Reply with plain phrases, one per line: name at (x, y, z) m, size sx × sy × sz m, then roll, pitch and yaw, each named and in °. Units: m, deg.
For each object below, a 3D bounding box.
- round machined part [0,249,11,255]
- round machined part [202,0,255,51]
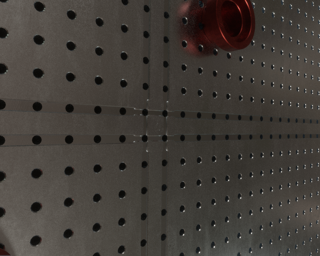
round machined part at (-0.154, 0.150, 0.247) m, size 0.042 × 0.098 × 0.097 m, roll -12°, pitch 101°, yaw 3°
round machined part at (0.104, -0.169, 0.488) m, size 0.099 × 0.042 × 0.097 m, roll 0°, pitch 90°, yaw -40°
